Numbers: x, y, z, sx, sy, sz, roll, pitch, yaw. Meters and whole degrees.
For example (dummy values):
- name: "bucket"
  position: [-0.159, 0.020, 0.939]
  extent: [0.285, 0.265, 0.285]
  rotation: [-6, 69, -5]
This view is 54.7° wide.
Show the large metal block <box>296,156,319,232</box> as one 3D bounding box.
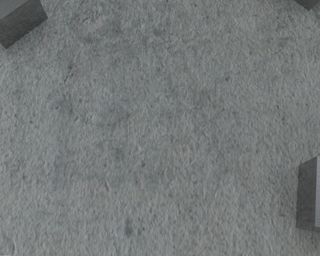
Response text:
- name: "large metal block"
  position: [0.214, 0.085, 0.367]
  extent: [0.080, 0.050, 0.080]
  rotation: [11, 70, 3]

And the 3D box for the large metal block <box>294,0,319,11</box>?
- name: "large metal block"
  position: [0.237, -0.248, 0.488]
  extent: [0.080, 0.050, 0.080]
  rotation: [43, 75, 14]

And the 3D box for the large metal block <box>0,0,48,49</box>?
- name: "large metal block"
  position: [-0.231, -0.178, 0.457]
  extent: [0.080, 0.050, 0.080]
  rotation: [42, 75, 13]
